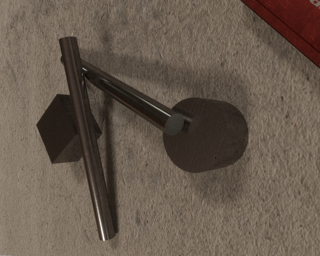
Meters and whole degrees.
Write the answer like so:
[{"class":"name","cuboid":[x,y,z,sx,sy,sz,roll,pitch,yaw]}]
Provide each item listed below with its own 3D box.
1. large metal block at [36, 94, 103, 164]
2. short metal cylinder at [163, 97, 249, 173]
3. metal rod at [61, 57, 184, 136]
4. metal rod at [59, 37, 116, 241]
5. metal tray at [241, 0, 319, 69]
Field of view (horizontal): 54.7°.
[{"class":"large metal block","cuboid":[-0.151,0.002,0.510,0.080,0.050,0.080,-45,64,30]},{"class":"short metal cylinder","cuboid":[0.050,0.007,0.346,0.080,0.050,0.079,0,90,39]},{"class":"metal rod","cuboid":[-0.072,-0.061,0.426,0.300,0.025,0.025,33,111,46]},{"class":"metal rod","cuboid":[-0.106,0.018,0.456,0.025,0.025,0.298,-6,96,39]},{"class":"metal tray","cuboid":[0.141,-0.126,0.284,0.090,0.030,0.130,-50,61,28]}]
